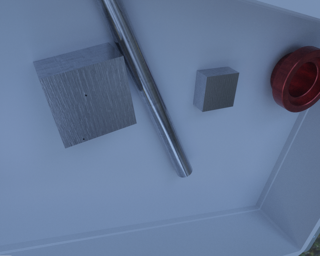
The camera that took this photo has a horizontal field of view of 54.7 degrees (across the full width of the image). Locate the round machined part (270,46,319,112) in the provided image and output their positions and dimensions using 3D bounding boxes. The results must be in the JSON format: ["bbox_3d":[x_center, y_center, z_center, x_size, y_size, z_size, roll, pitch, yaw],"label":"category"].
[{"bbox_3d":[0.208,-0.076,0.467,0.099,0.042,0.097,-14,125,-21],"label":"round machined part"}]

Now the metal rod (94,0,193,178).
[{"bbox_3d":[-0.012,-0.041,0.378,0.025,0.025,0.299,-31,129,-8],"label":"metal rod"}]

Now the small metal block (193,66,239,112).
[{"bbox_3d":[0.075,-0.053,0.419,0.050,0.025,0.050,-11,123,-23],"label":"small metal block"}]

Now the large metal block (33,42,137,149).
[{"bbox_3d":[-0.077,-0.036,0.329,0.081,0.050,0.079,-20,127,-17],"label":"large metal block"}]
